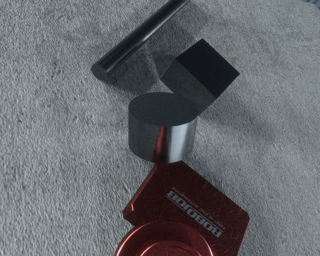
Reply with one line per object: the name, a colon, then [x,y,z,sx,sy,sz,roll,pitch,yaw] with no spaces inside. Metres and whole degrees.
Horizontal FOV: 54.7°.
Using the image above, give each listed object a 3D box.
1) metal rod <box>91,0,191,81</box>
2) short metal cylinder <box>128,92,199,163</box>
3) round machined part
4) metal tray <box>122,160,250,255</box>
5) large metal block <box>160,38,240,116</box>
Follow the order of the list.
metal rod: [-0.011,-0.167,0.501,0.025,0.025,0.301,38,51,-3]
short metal cylinder: [0.003,-0.003,0.370,0.081,0.050,0.080,3,33,-2]
round machined part: [0.005,0.136,0.291,0.099,0.042,0.097,2,79,-11]
metal tray: [0.034,0.101,0.359,0.130,0.030,0.090,39,51,-2]
large metal block: [0.061,-0.078,0.471,0.080,0.050,0.080,44,51,2]
